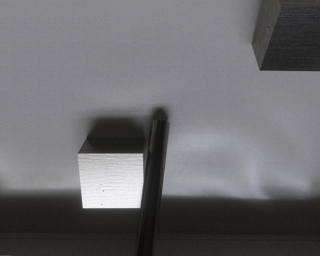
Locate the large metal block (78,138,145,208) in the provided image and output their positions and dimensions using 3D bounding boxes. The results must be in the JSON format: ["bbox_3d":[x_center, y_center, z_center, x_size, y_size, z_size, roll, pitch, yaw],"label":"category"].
[{"bbox_3d":[-0.062,0.060,0.419,0.081,0.050,0.079,0,110,-1],"label":"large metal block"}]

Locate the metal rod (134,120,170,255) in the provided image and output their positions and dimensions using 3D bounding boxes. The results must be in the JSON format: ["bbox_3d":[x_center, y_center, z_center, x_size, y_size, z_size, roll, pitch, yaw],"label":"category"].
[{"bbox_3d":[-0.017,0.137,0.378,0.025,0.025,0.299,8,77,-3],"label":"metal rod"}]

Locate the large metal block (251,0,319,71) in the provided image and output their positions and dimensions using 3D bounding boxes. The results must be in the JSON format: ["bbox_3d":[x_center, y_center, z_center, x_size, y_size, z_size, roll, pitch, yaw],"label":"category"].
[{"bbox_3d":[0.155,-0.110,0.342,0.081,0.050,0.080,0,141,-1],"label":"large metal block"}]
